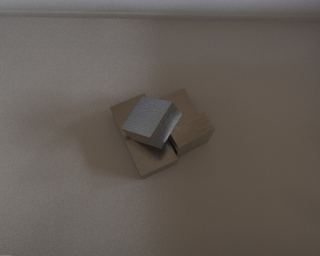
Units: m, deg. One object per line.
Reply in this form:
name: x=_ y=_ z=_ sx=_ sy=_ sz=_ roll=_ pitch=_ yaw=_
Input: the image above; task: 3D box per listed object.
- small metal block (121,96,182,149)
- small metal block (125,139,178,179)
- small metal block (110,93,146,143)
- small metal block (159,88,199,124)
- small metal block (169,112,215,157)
small metal block: x=-0.010 y=-0.008 z=0.371 sx=0.050 sy=0.025 sz=0.050 roll=15 pitch=66 yaw=42
small metal block: x=-0.011 y=0.031 z=0.397 sx=0.050 sy=0.025 sz=0.050 roll=-24 pitch=72 yaw=-9
small metal block: x=-0.032 y=-0.011 z=0.412 sx=0.050 sy=0.025 sz=0.050 roll=-24 pitch=72 yaw=-9
small metal block: x=0.020 y=-0.019 z=0.415 sx=0.050 sy=0.025 sz=0.050 roll=-24 pitch=72 yaw=-9
small metal block: x=0.037 y=0.010 z=0.391 sx=0.050 sy=0.050 sz=0.025 roll=-27 pitch=73 yaw=-10
